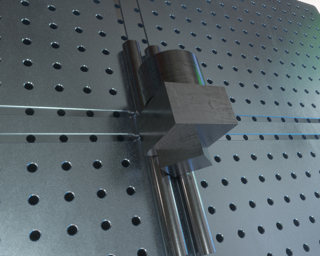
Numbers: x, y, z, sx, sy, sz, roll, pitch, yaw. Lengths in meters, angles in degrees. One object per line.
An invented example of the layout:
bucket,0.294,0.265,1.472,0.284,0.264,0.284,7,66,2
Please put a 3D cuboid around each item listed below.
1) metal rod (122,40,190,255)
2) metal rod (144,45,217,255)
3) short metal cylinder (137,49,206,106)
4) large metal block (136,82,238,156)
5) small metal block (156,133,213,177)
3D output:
metal rod,-0.012,0.008,0.399,0.025,0.025,0.299,1,61,-28
metal rod,0.020,0.012,0.415,0.025,0.025,0.299,1,61,-28
short metal cylinder,0.016,-0.052,0.387,0.081,0.080,0.050,1,62,-28
large metal block,0.028,-0.008,0.363,0.081,0.080,0.050,0,62,-29
small metal block,0.029,0.033,0.360,0.050,0.050,0.025,46,27,-62
